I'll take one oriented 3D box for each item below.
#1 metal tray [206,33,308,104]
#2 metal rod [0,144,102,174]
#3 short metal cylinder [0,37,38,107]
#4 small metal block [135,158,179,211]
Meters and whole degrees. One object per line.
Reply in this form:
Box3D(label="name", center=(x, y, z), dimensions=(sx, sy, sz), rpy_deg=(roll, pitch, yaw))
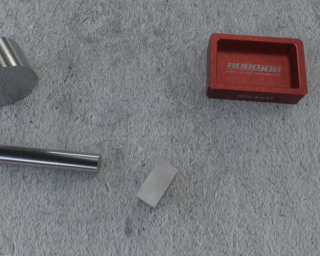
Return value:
Box3D(label="metal tray", center=(0.134, -0.084, 0.437), dimensions=(0.131, 0.030, 0.090), rpy_deg=(4, 70, 1))
Box3D(label="metal rod", center=(-0.226, 0.031, 0.393), dimensions=(0.302, 0.025, 0.025), rpy_deg=(5, 70, 1))
Box3D(label="short metal cylinder", center=(-0.210, -0.071, 0.402), dimensions=(0.080, 0.080, 0.050), rpy_deg=(-31, 73, -11))
Box3D(label="small metal block", center=(-0.003, 0.069, 0.370), dimensions=(0.025, 0.050, 0.050), rpy_deg=(31, 73, 10))
